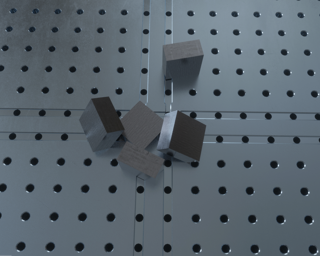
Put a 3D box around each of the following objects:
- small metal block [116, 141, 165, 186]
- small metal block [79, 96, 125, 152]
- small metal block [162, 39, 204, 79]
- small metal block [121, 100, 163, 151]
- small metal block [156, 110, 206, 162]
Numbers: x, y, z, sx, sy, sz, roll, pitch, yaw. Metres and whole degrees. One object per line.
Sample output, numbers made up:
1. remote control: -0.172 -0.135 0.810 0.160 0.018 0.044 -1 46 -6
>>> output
1. small metal block: -0.022 0.045 0.382 0.050 0.050 0.025 25 72 8
2. small metal block: -0.076 -0.004 0.396 0.025 0.050 0.050 -13 67 -39
3. small metal block: 0.031 -0.095 0.434 0.050 0.050 0.025 -10 71 -4
4. small metal block: -0.025 0.001 0.411 0.050 0.025 0.050 40 74 13
5. small metal block: 0.028 0.012 0.395 0.050 0.025 0.050 26 67 -30
